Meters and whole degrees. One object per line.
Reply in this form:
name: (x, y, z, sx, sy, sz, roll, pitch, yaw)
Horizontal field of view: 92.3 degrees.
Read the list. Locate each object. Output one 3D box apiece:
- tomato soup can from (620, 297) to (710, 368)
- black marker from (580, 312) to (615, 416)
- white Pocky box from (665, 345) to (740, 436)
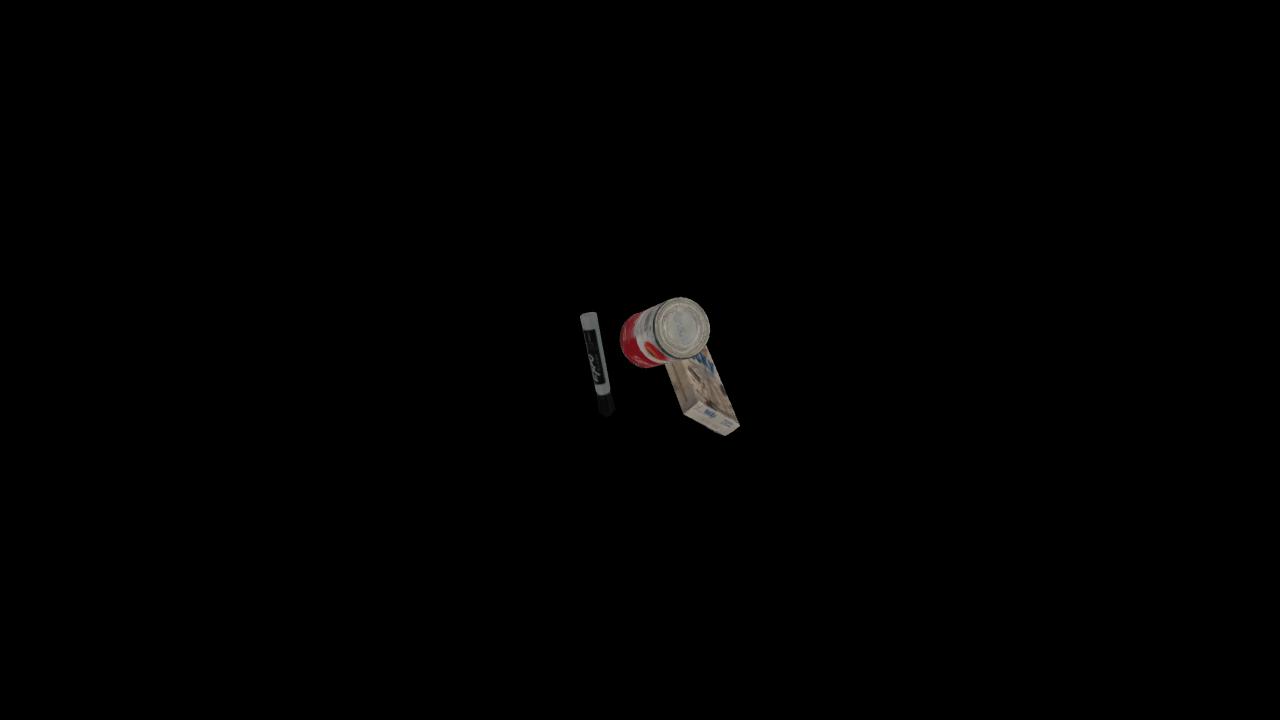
tomato soup can: (0.026, -0.029, 0.682, 0.068, 0.068, 0.101, 0, -6, -23)
black marker: (-0.046, 0.007, 0.683, 0.020, 0.121, 0.020, -9, 19, 3)
white Pocky box: (0.063, 0.014, 0.735, 0.028, 0.154, 0.084, -41, -47, 23)
